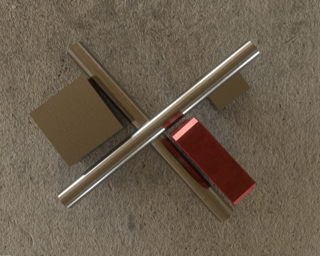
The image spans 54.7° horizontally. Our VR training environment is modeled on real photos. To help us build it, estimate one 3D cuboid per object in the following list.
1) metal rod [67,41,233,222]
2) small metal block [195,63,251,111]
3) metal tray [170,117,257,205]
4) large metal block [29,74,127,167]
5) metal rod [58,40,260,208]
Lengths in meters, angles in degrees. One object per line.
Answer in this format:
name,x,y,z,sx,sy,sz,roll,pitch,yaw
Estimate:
metal rod,-0.012,0.006,0.411,0.025,0.025,0.300,-42,91,0
small metal block,0.082,-0.057,0.412,0.050,0.025,0.050,-35,90,0
metal tray,0.053,0.032,0.359,0.030,0.130,0.090,-43,90,1
large metal block,-0.101,-0.009,0.396,0.080,0.050,0.080,-37,90,0
metal rod,-0.001,-0.005,0.386,0.300,0.025,0.025,-39,91,-1
